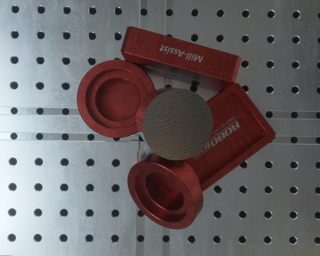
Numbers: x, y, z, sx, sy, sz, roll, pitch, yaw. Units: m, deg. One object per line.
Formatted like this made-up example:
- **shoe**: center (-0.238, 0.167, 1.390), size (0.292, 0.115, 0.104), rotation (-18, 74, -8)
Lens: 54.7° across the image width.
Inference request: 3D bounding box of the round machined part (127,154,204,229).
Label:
- **round machined part**: center (0.011, 0.074, 0.388), size (0.098, 0.042, 0.097), rotation (18, 125, 28)

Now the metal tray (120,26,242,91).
- **metal tray**: center (0.023, -0.081, 0.381), size (0.131, 0.090, 0.030), rotation (15, 90, -1)

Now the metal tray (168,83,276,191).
- **metal tray**: center (0.073, 0.013, 0.411), size (0.130, 0.030, 0.090), rotation (-36, 90, -1)

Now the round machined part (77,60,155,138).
- **round machined part**: center (-0.054, -0.036, 0.404), size (0.099, 0.042, 0.097), rotation (0, 90, -1)

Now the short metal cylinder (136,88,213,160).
- **short metal cylinder**: center (0.015, -0.007, 0.364), size (0.081, 0.050, 0.079), rotation (-2, 99, -12)
